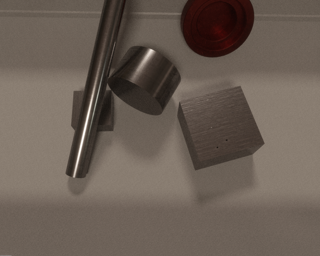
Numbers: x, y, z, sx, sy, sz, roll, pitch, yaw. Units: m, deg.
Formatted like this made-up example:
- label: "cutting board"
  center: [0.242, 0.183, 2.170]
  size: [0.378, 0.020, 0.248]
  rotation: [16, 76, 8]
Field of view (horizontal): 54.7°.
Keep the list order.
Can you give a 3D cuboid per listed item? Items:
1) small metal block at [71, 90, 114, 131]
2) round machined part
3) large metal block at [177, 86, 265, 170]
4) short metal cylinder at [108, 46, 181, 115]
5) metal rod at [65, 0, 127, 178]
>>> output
- label: "small metal block"
  center: [-0.089, -0.023, 0.417]
  size: [0.050, 0.025, 0.050]
  rotation: [-1, 70, -1]
- label: "round machined part"
  center: [0.077, -0.153, 0.435]
  size: [0.099, 0.097, 0.042]
  rotation: [-8, 41, -3]
- label: "large metal block"
  center: [0.074, 0.001, 0.397]
  size: [0.081, 0.050, 0.080]
  rotation: [-15, 71, -6]
- label: "short metal cylinder"
  center: [-0.020, -0.060, 0.402]
  size: [0.080, 0.080, 0.050]
  rotation: [27, 72, 9]
- label: "metal rod"
  center: [-0.070, -0.085, 0.375]
  size: [0.025, 0.025, 0.298]
  rotation: [15, 96, 5]
